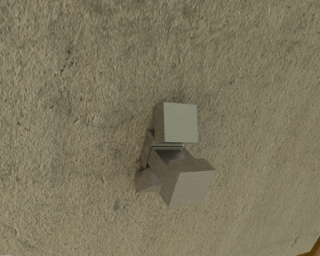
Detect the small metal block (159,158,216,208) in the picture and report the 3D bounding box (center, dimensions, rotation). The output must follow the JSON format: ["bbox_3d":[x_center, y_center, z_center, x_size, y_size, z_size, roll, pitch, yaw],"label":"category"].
[{"bbox_3d":[0.032,0.065,0.371,0.050,0.025,0.050,1,118,-29],"label":"small metal block"}]

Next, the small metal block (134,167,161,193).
[{"bbox_3d":[-0.003,0.073,0.438,0.050,0.025,0.050,2,158,-30],"label":"small metal block"}]

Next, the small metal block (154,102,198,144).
[{"bbox_3d":[0.021,-0.005,0.403,0.050,0.025,0.050,3,81,-30],"label":"small metal block"}]

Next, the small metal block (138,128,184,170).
[{"bbox_3d":[0.003,0.029,0.431,0.050,0.025,0.050,2,117,-30],"label":"small metal block"}]

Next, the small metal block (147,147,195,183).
[{"bbox_3d":[0.019,0.048,0.401,0.050,0.050,0.025,2,117,-30],"label":"small metal block"}]
